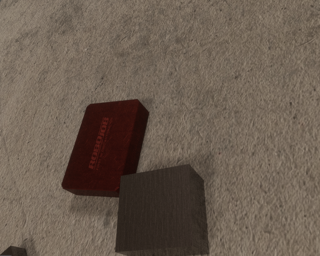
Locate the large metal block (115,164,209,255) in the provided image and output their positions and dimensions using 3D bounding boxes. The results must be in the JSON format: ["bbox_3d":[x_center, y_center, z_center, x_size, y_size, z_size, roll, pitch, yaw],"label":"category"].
[{"bbox_3d":[0.003,0.091,0.329,0.080,0.050,0.080,-13,56,20],"label":"large metal block"}]

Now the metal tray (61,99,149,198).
[{"bbox_3d":[-0.072,0.026,0.421,0.090,0.030,0.130,-3,60,26],"label":"metal tray"}]

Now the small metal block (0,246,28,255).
[{"bbox_3d":[-0.191,0.186,0.387,0.050,0.025,0.050,-41,51,0],"label":"small metal block"}]
